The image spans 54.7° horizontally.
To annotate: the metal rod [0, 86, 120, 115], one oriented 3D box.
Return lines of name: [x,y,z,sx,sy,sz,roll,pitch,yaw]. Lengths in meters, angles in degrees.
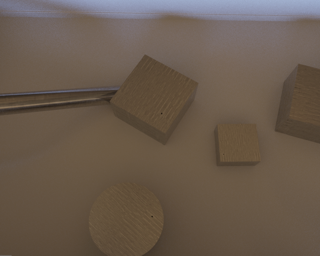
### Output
metal rod: [-0.183,-0.026,0.349,0.303,0.025,0.025,-9,68,-32]

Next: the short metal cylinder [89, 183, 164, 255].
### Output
short metal cylinder: [-0.036,0.107,0.357,0.081,0.050,0.080,0,70,0]

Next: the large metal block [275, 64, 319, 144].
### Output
large metal block: [0.207,-0.029,0.409,0.080,0.050,0.080,16,71,5]

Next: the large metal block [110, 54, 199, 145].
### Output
large metal block: [-0.007,-0.037,0.410,0.080,0.050,0.080,30,73,10]

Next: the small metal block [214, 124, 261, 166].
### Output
small metal block: [0.099,0.022,0.403,0.050,0.025,0.050,-1,70,-1]
